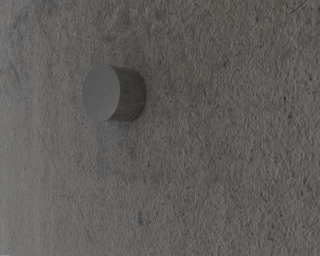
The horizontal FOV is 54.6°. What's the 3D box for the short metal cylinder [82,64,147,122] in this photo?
[{"bbox_3d":[-0.066,-0.048,0.444,0.080,0.050,0.080,0,90,40],"label":"short metal cylinder"}]
